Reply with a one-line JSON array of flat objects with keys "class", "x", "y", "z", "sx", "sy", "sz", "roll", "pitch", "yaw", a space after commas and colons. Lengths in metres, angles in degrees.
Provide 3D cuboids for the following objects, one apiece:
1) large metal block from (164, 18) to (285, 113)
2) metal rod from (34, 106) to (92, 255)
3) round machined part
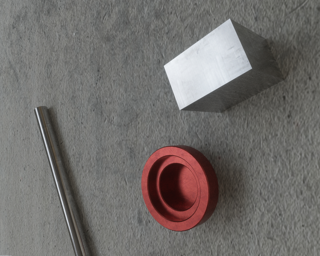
[{"class": "large metal block", "x": 0.066, "y": -0.056, "z": 0.315, "sx": 0.080, "sy": 0.081, "sz": 0.050, "roll": -29, "pitch": 72, "yaw": 36}, {"class": "metal rod", "x": -0.173, "y": 0.096, "z": 0.547, "sx": 0.025, "sy": 0.025, "sz": 0.299, "roll": -35, "pitch": 68, "yaw": 34}, {"class": "round machined part", "x": 0.027, "y": 0.069, "z": 0.371, "sx": 0.098, "sy": 0.042, "sz": 0.097, "roll": 0, "pitch": 90, "yaw": 40}]
